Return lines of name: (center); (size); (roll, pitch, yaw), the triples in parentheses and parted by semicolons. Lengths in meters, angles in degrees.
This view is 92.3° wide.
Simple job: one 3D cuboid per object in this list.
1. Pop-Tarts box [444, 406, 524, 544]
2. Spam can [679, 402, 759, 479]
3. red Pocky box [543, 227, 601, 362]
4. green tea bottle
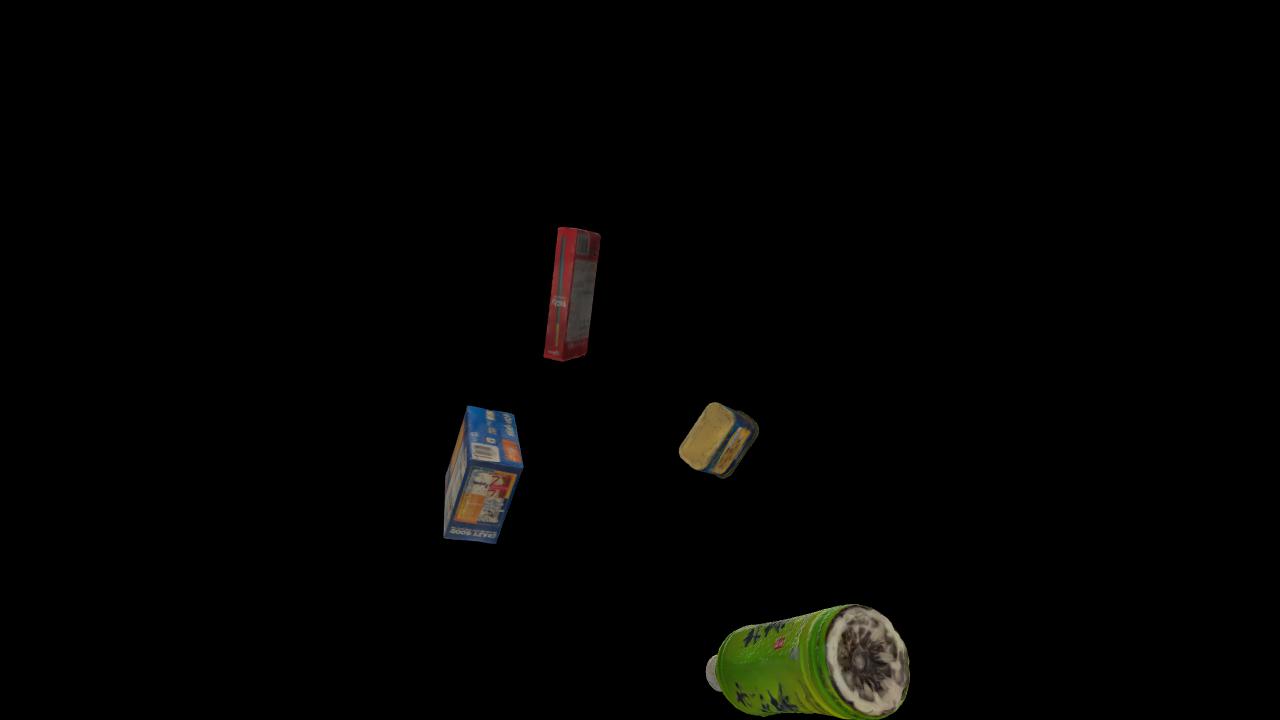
Pop-Tarts box: (-0.247, 0.174, 0.958); (0.083, 0.141, 0.167); (15, 17, -22)
Spam can: (0.113, 0.116, 0.887); (0.058, 0.101, 0.085); (36, 7, 35)
red Pocky box: (-0.081, -0.079, 0.741); (0.028, 0.155, 0.083); (10, 9, 14)
green tea bottle: (0.112, 0.240, 0.479); (0.073, 0.073, 0.212); (0, -29, -23)
